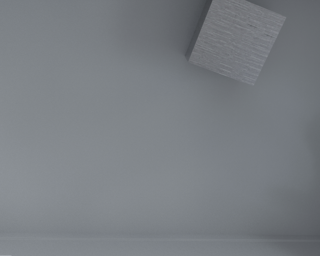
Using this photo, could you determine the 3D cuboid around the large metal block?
[{"bbox_3d":[0.083,-0.104,0.360,0.080,0.050,0.079,19,109,-7],"label":"large metal block"}]
